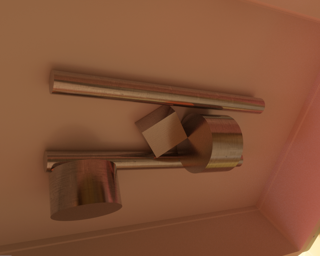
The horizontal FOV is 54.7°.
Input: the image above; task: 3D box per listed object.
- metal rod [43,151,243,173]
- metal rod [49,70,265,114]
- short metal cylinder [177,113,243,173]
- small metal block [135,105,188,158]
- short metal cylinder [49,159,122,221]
[{"bbox_3d":[-0.002,0.045,0.435,0.303,0.025,0.025,3,117,-30],"label":"metal rod"},{"bbox_3d":[0.019,-0.040,0.393,0.303,0.025,0.025,3,117,-30],"label":"metal rod"},{"bbox_3d":[0.066,0.021,0.422,0.050,0.080,0.079,2,118,-30],"label":"short metal cylinder"},{"bbox_3d":[0.002,0.004,0.412,0.050,0.025,0.050,-33,129,-7],"label":"small metal block"},{"bbox_3d":[-0.088,0.075,0.367,0.081,0.050,0.080,-10,155,-5],"label":"short metal cylinder"}]
